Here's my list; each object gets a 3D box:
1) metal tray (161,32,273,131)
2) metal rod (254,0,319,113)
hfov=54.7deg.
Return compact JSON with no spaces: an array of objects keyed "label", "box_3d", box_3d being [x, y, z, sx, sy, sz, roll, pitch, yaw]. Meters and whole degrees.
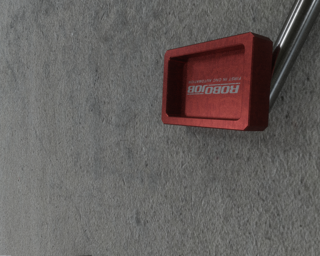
[{"label":"metal tray","box_3d":[0.054,-0.045,0.336,0.130,0.030,0.089,6,94,53]},{"label":"metal rod","box_3d":[0.153,-0.153,0.277,0.025,0.025,0.298,33,110,34]}]
